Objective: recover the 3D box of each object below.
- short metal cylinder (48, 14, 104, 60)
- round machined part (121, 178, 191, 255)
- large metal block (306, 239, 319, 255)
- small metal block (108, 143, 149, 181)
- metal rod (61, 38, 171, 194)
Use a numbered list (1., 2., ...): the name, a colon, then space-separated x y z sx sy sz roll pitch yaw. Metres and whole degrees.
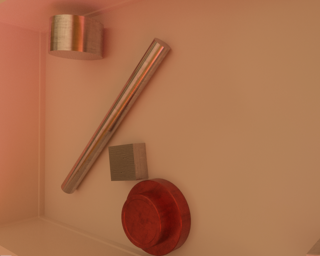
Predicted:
1. short metal cylinder: -0.128 -0.136 0.474 0.080 0.081 0.050 5 94 39
2. round machined part: -0.012 0.117 0.404 0.098 0.042 0.097 0 90 39
3. large metal block: 0.159 0.128 0.240 0.050 0.081 0.080 -14 81 39
4. small metal block: -0.046 0.049 0.442 0.050 0.025 0.050 -9 84 39
5. metal rod: -0.078 -0.003 0.468 0.025 0.025 0.298 52 120 27
